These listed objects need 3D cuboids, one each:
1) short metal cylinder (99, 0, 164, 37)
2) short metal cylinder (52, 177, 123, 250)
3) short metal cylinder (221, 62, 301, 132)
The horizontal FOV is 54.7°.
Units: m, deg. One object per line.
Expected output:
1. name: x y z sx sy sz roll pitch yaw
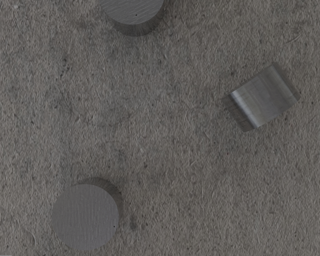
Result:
1. short metal cylinder: -0.034 -0.164 0.397 0.081 0.050 0.080 0 90 0
2. short metal cylinder: -0.090 0.107 0.397 0.081 0.050 0.080 0 90 0
3. short metal cylinder: 0.123 -0.038 0.383 0.080 0.080 0.050 -34 90 0
